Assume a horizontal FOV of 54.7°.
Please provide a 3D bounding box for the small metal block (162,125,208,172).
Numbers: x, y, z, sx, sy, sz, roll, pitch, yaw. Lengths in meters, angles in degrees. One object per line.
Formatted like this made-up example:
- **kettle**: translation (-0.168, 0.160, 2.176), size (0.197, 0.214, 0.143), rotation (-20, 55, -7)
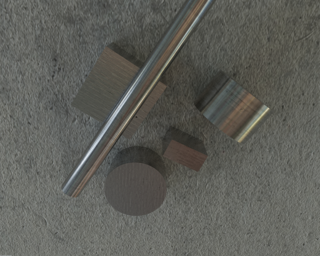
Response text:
- **small metal block**: translation (0.031, 0.026, 0.407), size (0.050, 0.050, 0.025), rotation (25, 108, -9)

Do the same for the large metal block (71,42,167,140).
- **large metal block**: translation (-0.048, -0.046, 0.379), size (0.080, 0.050, 0.080), rotation (32, 107, -12)

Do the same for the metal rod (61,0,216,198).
- **metal rod**: translation (-0.025, -0.039, 0.341), size (0.025, 0.025, 0.299), rotation (33, 106, -12)

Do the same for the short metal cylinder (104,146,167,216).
- **short metal cylinder**: translation (-0.032, 0.071, 0.422), size (0.081, 0.050, 0.079), rotation (0, 110, -1)

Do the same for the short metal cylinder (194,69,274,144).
- **short metal cylinder**: translation (0.088, -0.026, 0.372), size (0.080, 0.080, 0.050), rotation (35, 106, -12)
